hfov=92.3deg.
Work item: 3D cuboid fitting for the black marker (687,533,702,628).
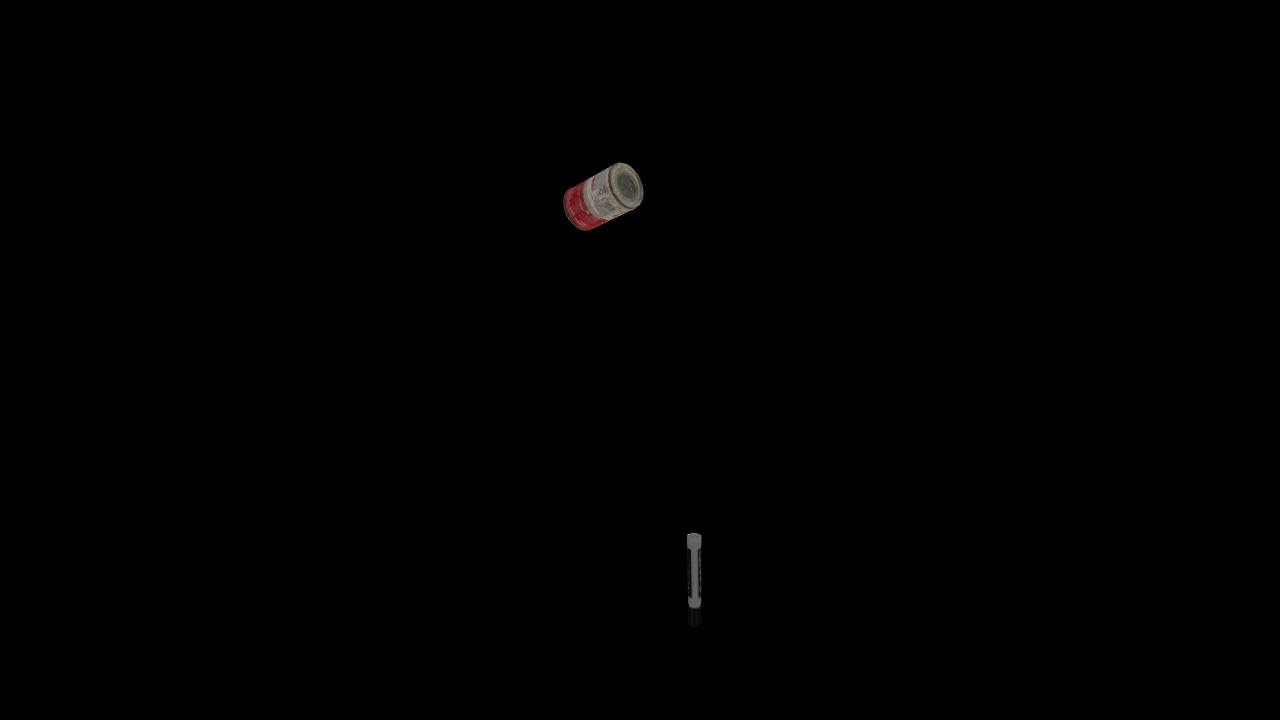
[{"bbox_3d":[0.070,0.283,0.787,0.020,0.121,0.020,-1,5,0],"label":"black marker"}]

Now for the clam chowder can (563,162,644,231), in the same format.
[{"bbox_3d":[-0.053,-0.234,0.884,0.068,0.068,0.102,0,-9,-45],"label":"clam chowder can"}]
